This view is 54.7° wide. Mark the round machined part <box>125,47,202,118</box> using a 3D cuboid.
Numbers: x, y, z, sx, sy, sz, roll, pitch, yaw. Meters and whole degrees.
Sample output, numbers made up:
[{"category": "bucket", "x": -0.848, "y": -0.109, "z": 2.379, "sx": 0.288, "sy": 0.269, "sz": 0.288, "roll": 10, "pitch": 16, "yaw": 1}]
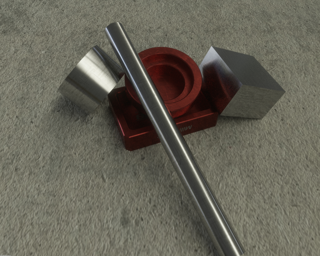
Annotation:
[{"category": "round machined part", "x": 0.003, "y": -0.055, "z": 0.409, "sx": 0.099, "sy": 0.042, "sz": 0.098, "roll": 2, "pitch": 65, "yaw": -4}]

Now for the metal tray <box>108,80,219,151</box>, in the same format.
[{"category": "metal tray", "x": 0.003, "y": -0.027, "z": 0.424, "sx": 0.131, "sy": 0.030, "sz": 0.090, "roll": -16, "pitch": 52, "yaw": -14}]

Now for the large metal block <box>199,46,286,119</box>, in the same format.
[{"category": "large metal block", "x": 0.105, "y": -0.060, "z": 0.418, "sx": 0.081, "sy": 0.050, "sz": 0.080, "roll": 3, "pitch": 45, "yaw": -33}]

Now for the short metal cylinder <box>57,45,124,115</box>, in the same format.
[{"category": "short metal cylinder", "x": -0.090, "y": -0.064, "z": 0.413, "sx": 0.050, "sy": 0.080, "sz": 0.080, "roll": 40, "pitch": 53, "yaw": -14}]

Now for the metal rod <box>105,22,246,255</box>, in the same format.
[{"category": "metal rod", "x": 0.006, "y": 0.000, "z": 0.348, "sx": 0.025, "sy": 0.025, "sz": 0.299, "roll": -22, "pitch": 70, "yaw": -17}]
